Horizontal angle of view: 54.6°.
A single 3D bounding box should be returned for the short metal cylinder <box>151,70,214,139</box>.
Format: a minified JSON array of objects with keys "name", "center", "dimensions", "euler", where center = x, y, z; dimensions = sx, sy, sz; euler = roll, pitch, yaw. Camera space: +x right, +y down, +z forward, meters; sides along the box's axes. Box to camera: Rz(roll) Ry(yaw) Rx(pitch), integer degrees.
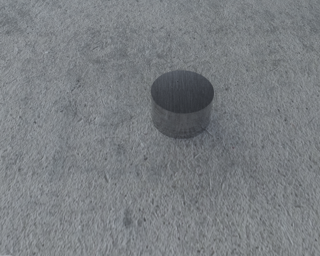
[{"name":"short metal cylinder","center":[0.029,-0.032,0.414],"dimensions":[0.080,0.050,0.080],"euler":[0,50,0]}]
